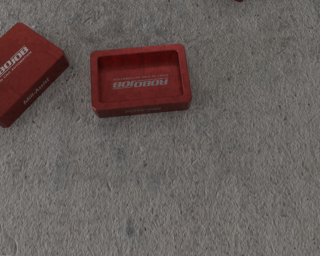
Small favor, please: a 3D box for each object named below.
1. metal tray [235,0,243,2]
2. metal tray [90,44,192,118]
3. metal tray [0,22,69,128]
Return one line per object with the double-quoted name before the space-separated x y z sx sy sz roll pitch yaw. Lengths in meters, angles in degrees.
"metal tray" 0.096 -0.271 0.505 0.130 0.030 0.090 29 72 10
"metal tray" -0.027 -0.066 0.429 0.131 0.030 0.090 -6 70 -2
"metal tray" -0.205 -0.076 0.432 0.090 0.030 0.130 35 73 12
